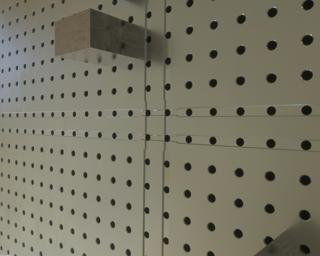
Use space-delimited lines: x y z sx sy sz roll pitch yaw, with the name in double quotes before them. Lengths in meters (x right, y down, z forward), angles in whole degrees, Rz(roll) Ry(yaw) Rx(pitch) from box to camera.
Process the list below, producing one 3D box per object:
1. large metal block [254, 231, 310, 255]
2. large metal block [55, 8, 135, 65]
"large metal block" 0.116 0.150 0.277 0.080 0.081 0.050 44 116 31
"large metal block" -0.094 -0.127 0.448 0.080 0.081 0.050 0 90 39
